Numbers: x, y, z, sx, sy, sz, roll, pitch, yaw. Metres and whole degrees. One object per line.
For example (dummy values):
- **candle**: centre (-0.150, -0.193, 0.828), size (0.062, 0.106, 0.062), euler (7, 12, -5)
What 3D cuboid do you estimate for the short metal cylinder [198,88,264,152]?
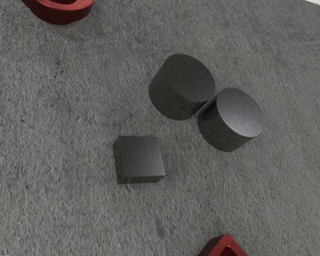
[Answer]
- **short metal cylinder**: centre (0.102, -0.012, 0.450), size (0.081, 0.050, 0.080), euler (14, 56, -21)

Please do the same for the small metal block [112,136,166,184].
- **small metal block**: centre (-0.026, 0.038, 0.367), size (0.050, 0.025, 0.050), euler (3, 61, -27)

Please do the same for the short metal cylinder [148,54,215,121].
- **short metal cylinder**: centre (0.031, -0.057, 0.439), size (0.081, 0.050, 0.080), euler (14, 56, -21)

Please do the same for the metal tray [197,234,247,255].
- **metal tray**: centre (0.083, 0.193, 0.327), size (0.130, 0.030, 0.091), euler (49, 51, 6)

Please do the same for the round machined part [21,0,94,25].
- **round machined part**: centre (-0.143, -0.182, 0.426), size (0.099, 0.042, 0.098), euler (14, 56, -21)
